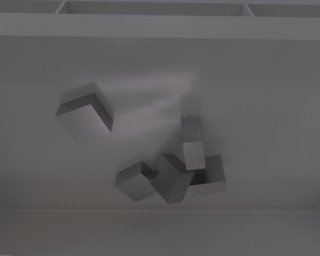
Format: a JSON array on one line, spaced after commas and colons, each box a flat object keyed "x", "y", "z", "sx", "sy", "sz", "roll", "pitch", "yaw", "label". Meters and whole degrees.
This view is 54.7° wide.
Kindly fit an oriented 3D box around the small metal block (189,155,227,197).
[{"x": 0.068, "y": 0.069, "z": 0.452, "sx": 0.050, "sy": 0.050, "sz": 0.025, "roll": -9, "pitch": 130, "yaw": 8, "label": "small metal block"}]

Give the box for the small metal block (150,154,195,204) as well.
[{"x": 0.016, "y": 0.072, "z": 0.441, "sx": 0.025, "sy": 0.050, "sz": 0.050, "roll": 5, "pitch": 113, "yaw": -38, "label": "small metal block"}]

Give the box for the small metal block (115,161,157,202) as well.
[{"x": -0.033, "y": 0.084, "z": 0.480, "sx": 0.050, "sy": 0.025, "sz": 0.050, "roll": -29, "pitch": 125, "yaw": 22, "label": "small metal block"}]

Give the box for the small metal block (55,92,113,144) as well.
[{"x": -0.096, "y": -0.012, "z": 0.398, "sx": 0.050, "sy": 0.025, "sz": 0.050, "roll": -18, "pitch": 128, "yaw": 14, "label": "small metal block"}]

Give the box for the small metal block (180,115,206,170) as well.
[{"x": 0.044, "y": 0.020, "z": 0.410, "sx": 0.025, "sy": 0.050, "sz": 0.050, "roll": -7, "pitch": 130, "yaw": 5, "label": "small metal block"}]
